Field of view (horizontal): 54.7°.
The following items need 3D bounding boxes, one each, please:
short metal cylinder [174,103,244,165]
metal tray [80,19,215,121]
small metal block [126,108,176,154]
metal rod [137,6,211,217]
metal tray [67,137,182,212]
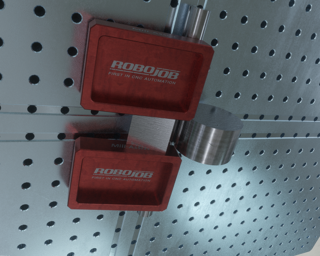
[{"bbox_3d":[0.063,0.006,0.410,0.081,0.080,0.050,0,119,-29],"label":"short metal cylinder"},{"bbox_3d":[-0.016,-0.060,0.340,0.131,0.030,0.089,6,116,-18],"label":"metal tray"},{"bbox_3d":[-0.010,-0.001,0.386,0.050,0.025,0.050,15,114,-1],"label":"small metal block"},{"bbox_3d":[0.011,-0.004,0.410,0.025,0.025,0.298,0,118,-29],"label":"metal rod"},{"bbox_3d":[-0.047,0.062,0.399,0.131,0.030,0.089,6,116,-18],"label":"metal tray"}]
